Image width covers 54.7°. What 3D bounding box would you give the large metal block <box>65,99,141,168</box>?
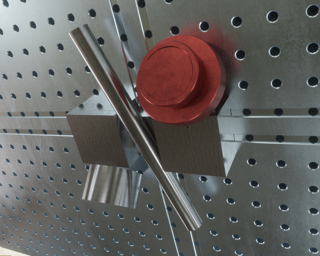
[{"bbox_3d":[-0.074,0.006,0.439,0.080,0.050,0.080,2,120,27],"label":"large metal block"}]

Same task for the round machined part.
[{"bbox_3d":[0.016,-0.052,0.328,0.098,0.042,0.097,-4,82,27],"label":"round machined part"}]

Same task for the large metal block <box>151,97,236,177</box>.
[{"bbox_3d":[0.043,0.010,0.379,0.080,0.050,0.080,1,119,27],"label":"large metal block"}]

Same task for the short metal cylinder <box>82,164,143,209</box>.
[{"bbox_3d":[-0.070,0.087,0.458,0.080,0.050,0.080,9,164,3],"label":"short metal cylinder"}]

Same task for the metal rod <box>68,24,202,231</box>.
[{"bbox_3d":[-0.023,0.011,0.397,0.025,0.025,0.299,-19,109,35],"label":"metal rod"}]

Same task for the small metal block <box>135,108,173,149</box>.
[{"bbox_3d":[-0.010,0.001,0.418,0.050,0.025,0.050,1,119,28],"label":"small metal block"}]
